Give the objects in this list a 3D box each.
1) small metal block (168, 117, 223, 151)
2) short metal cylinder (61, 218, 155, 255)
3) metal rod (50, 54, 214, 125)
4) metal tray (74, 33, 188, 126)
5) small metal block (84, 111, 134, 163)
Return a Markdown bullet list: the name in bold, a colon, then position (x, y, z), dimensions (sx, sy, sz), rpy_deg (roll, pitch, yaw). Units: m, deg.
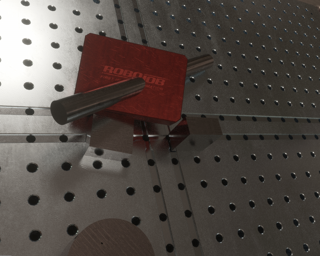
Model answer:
- **small metal block**: position (0.046, 0.009, 0.413), dimensions (0.050, 0.050, 0.025), rpy_deg (2, 61, -28)
- **short metal cylinder**: position (-0.051, 0.130, 0.287), dimensions (0.081, 0.050, 0.080), rpy_deg (14, 56, -21)
- **metal rod**: position (-0.009, -0.064, 0.410), dimensions (0.025, 0.025, 0.302), rpy_deg (52, 41, 8)
- **metal tray**: position (-0.035, -0.059, 0.391), dimensions (0.131, 0.030, 0.090), rpy_deg (10, 79, -14)
- **small metal block**: position (-0.060, 0.010, 0.371), dimensions (0.050, 0.025, 0.050), rpy_deg (13, 56, -21)
